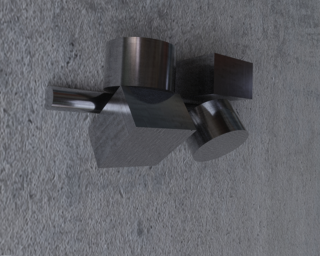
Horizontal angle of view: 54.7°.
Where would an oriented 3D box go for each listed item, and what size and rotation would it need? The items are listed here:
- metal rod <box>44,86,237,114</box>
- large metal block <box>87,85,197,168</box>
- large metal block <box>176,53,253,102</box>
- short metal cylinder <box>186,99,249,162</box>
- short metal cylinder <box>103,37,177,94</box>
[{"bbox_3d":[0.003,-0.025,0.411,0.302,0.025,0.025,3,88,-40],"label":"metal rod"},{"bbox_3d":[-0.022,0.002,0.344,0.081,0.080,0.050,3,54,-40],"label":"large metal block"},{"bbox_3d":[0.070,-0.065,0.428,0.081,0.080,0.050,2,89,-40],"label":"large metal block"},{"bbox_3d":[0.073,0.005,0.423,0.081,0.080,0.050,2,54,-40],"label":"short metal cylinder"},{"bbox_3d":[-0.022,-0.066,0.351,0.081,0.080,0.050,4,88,-40],"label":"short metal cylinder"}]
